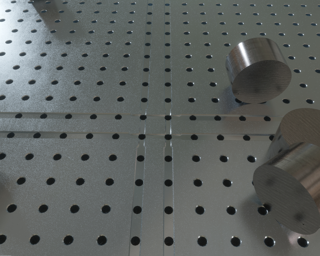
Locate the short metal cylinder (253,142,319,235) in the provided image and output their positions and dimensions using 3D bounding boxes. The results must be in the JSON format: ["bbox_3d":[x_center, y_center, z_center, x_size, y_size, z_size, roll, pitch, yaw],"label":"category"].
[{"bbox_3d":[0.145,0.062,0.322,0.050,0.080,0.080,-28,56,-22],"label":"short metal cylinder"}]

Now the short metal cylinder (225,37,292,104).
[{"bbox_3d":[0.138,-0.080,0.441,0.081,0.080,0.050,-2,50,-2],"label":"short metal cylinder"}]

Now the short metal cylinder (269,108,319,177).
[{"bbox_3d":[0.180,0.022,0.376,0.081,0.050,0.080,0,50,0],"label":"short metal cylinder"}]
